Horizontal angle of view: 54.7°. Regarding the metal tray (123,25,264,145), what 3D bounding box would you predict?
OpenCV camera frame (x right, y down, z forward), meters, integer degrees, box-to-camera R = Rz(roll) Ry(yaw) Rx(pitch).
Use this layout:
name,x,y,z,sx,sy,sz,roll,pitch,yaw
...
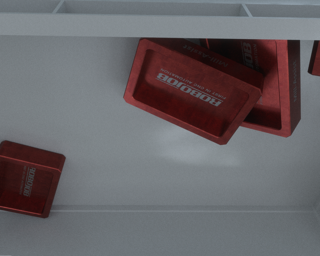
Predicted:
name,x,y,z,sx,sy,sz,roll,pitch,yaw
metal tray,0.032,-0.043,0.338,0.131,0.030,0.089,25,135,1

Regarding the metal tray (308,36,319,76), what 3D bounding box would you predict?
name,x,y,z,sx,sy,sz,roll,pitch,yaw
metal tray,0.198,-0.065,0.269,0.090,0.131,0.030,21,121,37

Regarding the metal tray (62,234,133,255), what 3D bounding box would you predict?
name,x,y,z,sx,sy,sz,roll,pitch,yaw
metal tray,-0.121,0.262,0.590,0.131,0.090,0.030,19,127,-16

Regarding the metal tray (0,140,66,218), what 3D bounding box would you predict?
name,x,y,z,sx,sy,sz,roll,pitch,yaw
metal tray,-0.204,0.083,0.473,0.091,0.030,0.129,17,128,-14

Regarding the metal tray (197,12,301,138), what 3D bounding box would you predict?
name,x,y,z,sx,sy,sz,roll,pitch,yaw
metal tray,0.097,-0.055,0.327,0.090,0.030,0.129,17,143,38
